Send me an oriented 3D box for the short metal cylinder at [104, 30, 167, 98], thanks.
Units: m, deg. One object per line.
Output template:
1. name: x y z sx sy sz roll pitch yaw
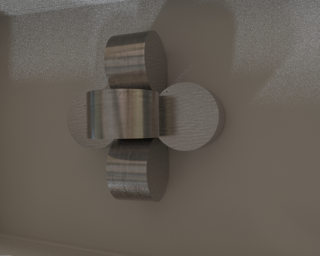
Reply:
1. short metal cylinder: -0.027 -0.078 0.389 0.050 0.080 0.080 -2 90 19

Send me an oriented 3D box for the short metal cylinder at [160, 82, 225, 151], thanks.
1. short metal cylinder: 0.036 -0.013 0.382 0.080 0.050 0.080 0 90 20

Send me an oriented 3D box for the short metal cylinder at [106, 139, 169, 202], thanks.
1. short metal cylinder: -0.025 0.050 0.388 0.050 0.080 0.080 -2 90 19

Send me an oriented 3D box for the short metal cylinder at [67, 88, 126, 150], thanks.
1. short metal cylinder: -0.077 -0.012 0.423 0.080 0.050 0.080 0 90 20

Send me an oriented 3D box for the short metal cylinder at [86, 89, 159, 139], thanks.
1. short metal cylinder: -0.041 -0.014 0.347 0.080 0.080 0.050 -1 90 20
